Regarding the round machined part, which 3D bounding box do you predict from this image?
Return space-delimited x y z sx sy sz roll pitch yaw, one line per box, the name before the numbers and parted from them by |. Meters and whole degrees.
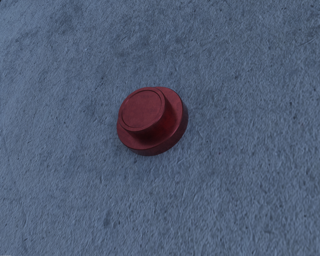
round machined part | -0.016 -0.015 0.410 0.098 0.042 0.098 -13 56 20
